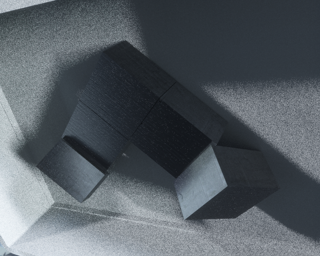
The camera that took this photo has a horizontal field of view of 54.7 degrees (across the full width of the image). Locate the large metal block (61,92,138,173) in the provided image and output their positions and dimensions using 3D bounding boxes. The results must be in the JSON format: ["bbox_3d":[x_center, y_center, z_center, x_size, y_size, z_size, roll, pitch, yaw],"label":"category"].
[{"bbox_3d":[-0.079,0.002,0.434,0.080,0.050,0.080,39,129,1],"label":"large metal block"}]

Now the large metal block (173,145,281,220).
[{"bbox_3d":[0.076,0.067,0.364,0.081,0.050,0.080,9,138,-31],"label":"large metal block"}]

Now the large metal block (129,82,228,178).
[{"bbox_3d":[0.022,0.005,0.381,0.080,0.050,0.080,39,129,1],"label":"large metal block"}]

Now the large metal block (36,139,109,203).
[{"bbox_3d":[-0.127,0.064,0.469,0.080,0.050,0.080,39,172,1],"label":"large metal block"}]

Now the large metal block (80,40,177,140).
[{"bbox_3d":[-0.040,-0.046,0.383,0.080,0.050,0.080,39,129,1],"label":"large metal block"}]
